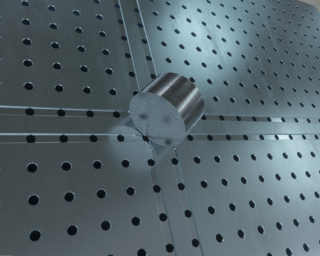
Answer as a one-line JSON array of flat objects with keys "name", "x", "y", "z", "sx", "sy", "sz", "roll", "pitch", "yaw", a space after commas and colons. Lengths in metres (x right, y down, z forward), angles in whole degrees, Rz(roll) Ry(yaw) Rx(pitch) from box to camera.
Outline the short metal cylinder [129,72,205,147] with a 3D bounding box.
[{"name": "short metal cylinder", "x": 0.009, "y": -0.023, "z": 0.392, "sx": 0.080, "sy": 0.080, "sz": 0.050, "roll": 42, "pitch": 51, "yaw": 0}]
